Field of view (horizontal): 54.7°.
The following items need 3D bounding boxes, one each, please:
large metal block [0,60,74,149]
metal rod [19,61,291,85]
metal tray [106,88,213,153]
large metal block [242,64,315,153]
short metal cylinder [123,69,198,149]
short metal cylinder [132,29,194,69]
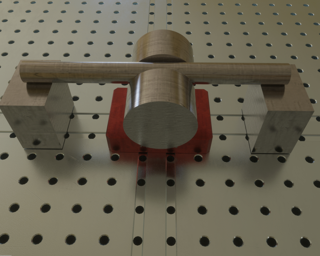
[{"bbox_3d":[-0.151,-0.030,0.394,0.050,0.080,0.080,1,50,1],"label":"large metal block"},{"bbox_3d":[-0.005,-0.063,0.356,0.302,0.025,0.025,1,50,0],"label":"metal rod"},{"bbox_3d":[0.000,-0.012,0.414,0.131,0.030,0.090,1,50,1],"label":"metal tray"},{"bbox_3d":[0.143,-0.024,0.391,0.050,0.080,0.080,1,50,1],"label":"large metal block"},{"bbox_3d":[0.001,-0.020,0.350,0.080,0.080,0.050,1,50,0],"label":"short metal cylinder"},{"bbox_3d":[0.004,-0.078,0.398,0.080,0.080,0.050,1,50,0],"label":"short metal cylinder"}]
